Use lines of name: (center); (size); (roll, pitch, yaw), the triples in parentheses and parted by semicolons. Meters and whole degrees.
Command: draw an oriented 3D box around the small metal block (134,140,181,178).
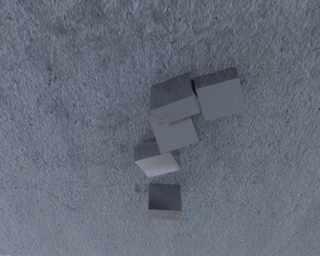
small metal block: (-0.003, 0.043, 0.437); (0.050, 0.025, 0.050); (-16, 141, 13)

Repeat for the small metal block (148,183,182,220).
small metal block: (0.007, 0.116, 0.490); (0.050, 0.050, 0.025); (4, 130, -3)

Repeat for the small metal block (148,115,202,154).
small metal block: (0.020, 0.001, 0.390); (0.050, 0.025, 0.050); (-20, 86, 15)

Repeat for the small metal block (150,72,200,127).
small metal block: (0.017, -0.034, 0.362); (0.050, 0.050, 0.025); (-19, 128, 15)

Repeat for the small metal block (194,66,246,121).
small metal block: (0.072, -0.040, 0.374); (0.050, 0.025, 0.050); (-14, 129, 11)
